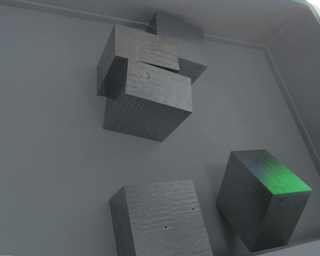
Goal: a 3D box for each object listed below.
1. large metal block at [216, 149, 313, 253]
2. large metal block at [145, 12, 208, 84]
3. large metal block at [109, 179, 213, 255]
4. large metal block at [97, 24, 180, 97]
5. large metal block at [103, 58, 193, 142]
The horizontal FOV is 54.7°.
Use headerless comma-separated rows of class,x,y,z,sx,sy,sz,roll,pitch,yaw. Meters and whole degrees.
large metal block,0.114,0.081,0.359,0.050,0.079,0.080,-1,28,-21
large metal block,0.022,-0.120,0.474,0.081,0.050,0.080,12,57,-22
large metal block,-0.002,0.103,0.325,0.081,0.050,0.080,0,62,-28
large metal block,-0.031,-0.078,0.401,0.081,0.080,0.050,8,58,-24
large metal block,-0.016,-0.030,0.379,0.081,0.080,0.050,14,56,-21
